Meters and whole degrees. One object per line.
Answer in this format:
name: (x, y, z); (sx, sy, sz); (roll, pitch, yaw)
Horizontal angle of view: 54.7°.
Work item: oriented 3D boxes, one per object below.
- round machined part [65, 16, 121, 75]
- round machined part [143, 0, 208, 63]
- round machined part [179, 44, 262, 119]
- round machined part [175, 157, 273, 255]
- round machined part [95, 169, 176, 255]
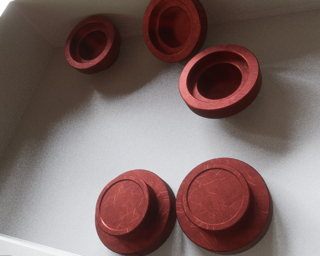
round machined part: (-0.108, -0.135, 0.524); (0.098, 0.042, 0.098); (-7, 71, 22)
round machined part: (0.026, -0.145, 0.448); (0.098, 0.042, 0.097); (12, 112, 34)
round machined part: (0.077, -0.053, 0.386); (0.098, 0.042, 0.098); (-13, 56, 20)
round machined part: (0.061, 0.075, 0.316); (0.098, 0.042, 0.098); (-13, 56, 20)
round machined part: (-0.034, 0.093, 0.354); (0.098, 0.042, 0.098); (-13, 56, 20)
